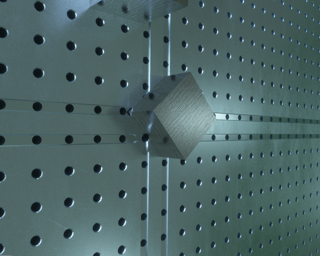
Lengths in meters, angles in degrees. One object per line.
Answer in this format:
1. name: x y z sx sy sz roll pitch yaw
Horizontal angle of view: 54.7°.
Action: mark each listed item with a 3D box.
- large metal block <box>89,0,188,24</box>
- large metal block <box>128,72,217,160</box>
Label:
1. large metal block: -0.025 -0.163 0.354 0.081 0.080 0.050 1 90 -40
2. large metal block: 0.019 -0.016 0.411 0.080 0.050 0.080 -48 119 -29
